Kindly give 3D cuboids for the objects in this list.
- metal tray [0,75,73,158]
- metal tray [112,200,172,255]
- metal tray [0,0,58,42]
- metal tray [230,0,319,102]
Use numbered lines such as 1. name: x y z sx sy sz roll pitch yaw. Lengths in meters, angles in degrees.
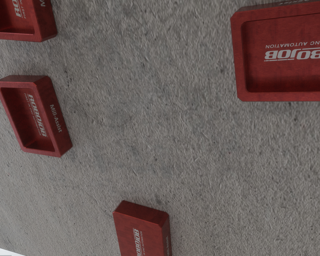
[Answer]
1. metal tray: -0.201 -0.018 0.498 0.090 0.030 0.129 5 121 25
2. metal tray: -0.028 0.193 0.538 0.090 0.030 0.129 9 123 23
3. metal tray: -0.188 -0.179 0.391 0.090 0.030 0.129 10 123 22
4. metal tray: 0.137 -0.071 0.287 0.130 0.030 0.089 2 120 27
